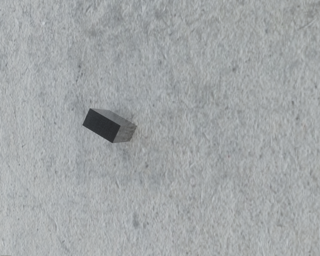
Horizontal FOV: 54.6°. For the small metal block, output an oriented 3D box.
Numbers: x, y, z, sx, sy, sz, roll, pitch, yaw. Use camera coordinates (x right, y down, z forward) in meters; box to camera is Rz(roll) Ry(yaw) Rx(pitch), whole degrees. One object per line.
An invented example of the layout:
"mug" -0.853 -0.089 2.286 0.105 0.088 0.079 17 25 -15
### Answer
"small metal block" -0.067 -0.003 0.420 0.050 0.050 0.025 29 100 18
